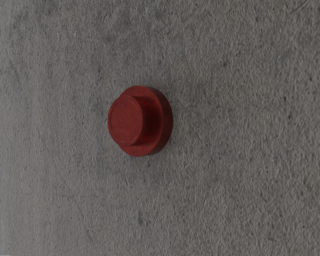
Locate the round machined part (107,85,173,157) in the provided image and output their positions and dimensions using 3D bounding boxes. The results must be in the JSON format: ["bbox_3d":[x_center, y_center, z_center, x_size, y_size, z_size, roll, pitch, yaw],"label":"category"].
[{"bbox_3d":[-0.034,-0.010,0.423,0.098,0.042,0.097,0,90,40],"label":"round machined part"}]
